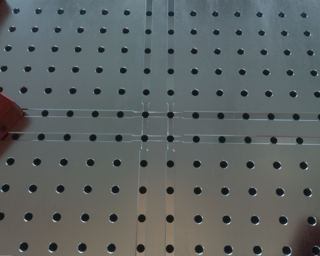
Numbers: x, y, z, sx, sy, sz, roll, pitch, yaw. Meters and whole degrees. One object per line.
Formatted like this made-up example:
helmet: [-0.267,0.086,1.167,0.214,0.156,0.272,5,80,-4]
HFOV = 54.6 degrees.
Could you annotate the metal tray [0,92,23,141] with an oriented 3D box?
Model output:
metal tray: [-0.266,-0.025,0.417,0.130,0.030,0.090,31,73,10]

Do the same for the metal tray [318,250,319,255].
metal tray: [0.234,0.159,0.319,0.130,0.030,0.090,29,73,10]
